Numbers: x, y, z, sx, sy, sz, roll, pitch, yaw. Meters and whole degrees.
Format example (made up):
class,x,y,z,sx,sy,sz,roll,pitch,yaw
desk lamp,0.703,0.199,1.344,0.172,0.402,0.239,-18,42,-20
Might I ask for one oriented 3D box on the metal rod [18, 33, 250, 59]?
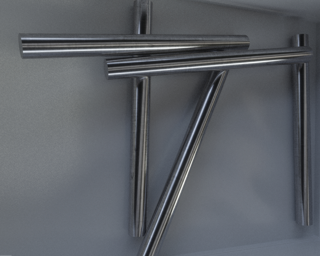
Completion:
class,x,y,z,sx,sy,sz,roll,pitch,yaw
metal rod,-0.008,-0.102,0.380,0.303,0.025,0.025,-9,94,-29

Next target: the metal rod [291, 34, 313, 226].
class,x,y,z,sx,sy,sz,roll,pitch,yaw
metal rod,0.226,0.003,0.493,0.025,0.025,0.298,-2,91,-20

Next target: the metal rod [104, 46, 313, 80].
class,x,y,z,sx,sy,sz,roll,pitch,yaw
metal rod,0.078,-0.089,0.411,0.302,0.025,0.025,-8,93,-20

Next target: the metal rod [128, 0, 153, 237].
class,x,y,z,sx,sy,sz,roll,pitch,yaw
metal rod,-0.025,-0.013,0.400,0.025,0.025,0.298,1,90,-20

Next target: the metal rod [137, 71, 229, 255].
class,x,y,z,sx,sy,sz,roll,pitch,yaw
metal rod,0.036,0.036,0.412,0.025,0.025,0.299,27,77,-18
